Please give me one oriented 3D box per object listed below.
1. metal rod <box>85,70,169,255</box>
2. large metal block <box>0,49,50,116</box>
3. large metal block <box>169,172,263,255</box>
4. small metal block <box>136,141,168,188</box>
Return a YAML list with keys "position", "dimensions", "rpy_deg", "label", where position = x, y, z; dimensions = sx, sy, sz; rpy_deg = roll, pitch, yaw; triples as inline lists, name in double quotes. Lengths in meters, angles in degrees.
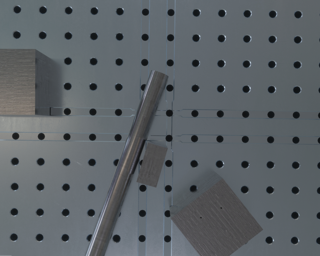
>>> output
- position: [-0.050, 0.068, 0.413]
  dimensions: [0.025, 0.025, 0.299]
  rpy_deg: [20, 90, 0]
  label: "metal rod"
- position: [-0.191, -0.056, 0.399]
  dimensions: [0.081, 0.050, 0.079]
  rpy_deg: [0, 90, 0]
  label: "large metal block"
- position: [0.069, 0.117, 0.402]
  dimensions: [0.080, 0.050, 0.080]
  rpy_deg: [-38, 90, 0]
  label: "large metal block"
- position: [-0.010, 0.045, 0.401]
  dimensions: [0.025, 0.050, 0.050]
  rpy_deg: [16, 90, 0]
  label: "small metal block"
